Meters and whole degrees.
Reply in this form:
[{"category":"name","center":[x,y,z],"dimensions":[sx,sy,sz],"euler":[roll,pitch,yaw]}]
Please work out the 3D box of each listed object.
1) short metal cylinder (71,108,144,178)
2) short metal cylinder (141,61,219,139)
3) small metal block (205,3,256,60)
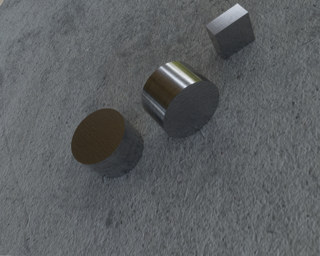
[{"category":"short metal cylinder","center":[-0.069,0.021,0.411],"dimensions":[0.080,0.050,0.080],"euler":[-13,56,21]},{"category":"short metal cylinder","center":[0.025,-0.034,0.377],"dimensions":[0.080,0.080,0.050],"euler":[-42,51,-1]},{"category":"small metal block","center":[0.095,-0.128,0.416],"dimensions":[0.050,0.050,0.025],"euler":[-34,52,6]}]
